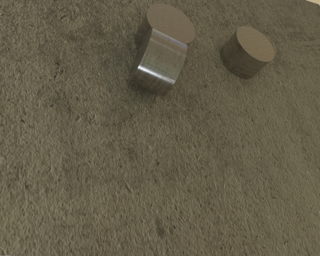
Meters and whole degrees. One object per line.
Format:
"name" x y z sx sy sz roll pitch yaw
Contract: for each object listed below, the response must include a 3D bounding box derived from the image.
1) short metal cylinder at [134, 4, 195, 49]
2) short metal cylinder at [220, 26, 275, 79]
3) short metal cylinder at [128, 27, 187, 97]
"short metal cylinder" 0.007 -0.144 0.479 0.081 0.050 0.080 14 56 -21
"short metal cylinder" 0.155 -0.134 0.553 0.081 0.050 0.080 14 56 -21
"short metal cylinder" -0.005 -0.088 0.420 0.050 0.080 0.080 22 54 -15
